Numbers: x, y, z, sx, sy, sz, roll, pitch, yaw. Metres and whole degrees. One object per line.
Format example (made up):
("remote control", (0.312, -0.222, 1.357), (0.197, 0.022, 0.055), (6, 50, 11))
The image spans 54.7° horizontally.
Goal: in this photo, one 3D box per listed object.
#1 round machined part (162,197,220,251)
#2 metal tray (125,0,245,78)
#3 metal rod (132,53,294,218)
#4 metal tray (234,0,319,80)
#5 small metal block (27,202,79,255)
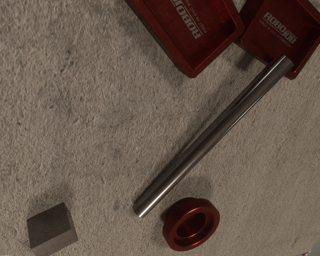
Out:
("round machined part", (0.048, 0.156, 0.521), (0.099, 0.042, 0.097), (-14, 125, -21))
("metal tray", (0.030, -0.129, 0.341), (0.090, 0.030, 0.130), (-44, 130, 2))
("metal rod", (0.066, 0.018, 0.435), (0.025, 0.025, 0.299), (31, 107, -39))
("metal tray", (0.161, -0.129, 0.413), (0.131, 0.030, 0.090), (20, 108, -36))
("small metal block", (-0.138, 0.131, 0.397), (0.050, 0.050, 0.025), (-25, 128, -14))
